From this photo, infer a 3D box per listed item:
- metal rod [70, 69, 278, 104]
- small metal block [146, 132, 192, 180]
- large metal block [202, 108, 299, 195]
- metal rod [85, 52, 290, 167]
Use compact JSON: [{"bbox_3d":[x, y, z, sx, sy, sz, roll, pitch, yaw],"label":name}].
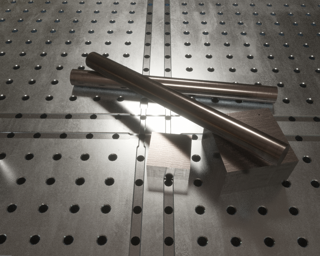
[{"bbox_3d":[0.018,-0.063,0.460,0.302,0.025,0.025,6,50,4],"label":"metal rod"},{"bbox_3d":[0.012,0.034,0.379,0.050,0.025,0.050,5,50,4],"label":"small metal block"},{"bbox_3d":[0.102,0.026,0.371,0.081,0.050,0.080,-8,51,-7],"label":"large metal block"},{"bbox_3d":[0.011,-0.037,0.383,0.300,0.025,0.025,30,56,31],"label":"metal rod"}]
